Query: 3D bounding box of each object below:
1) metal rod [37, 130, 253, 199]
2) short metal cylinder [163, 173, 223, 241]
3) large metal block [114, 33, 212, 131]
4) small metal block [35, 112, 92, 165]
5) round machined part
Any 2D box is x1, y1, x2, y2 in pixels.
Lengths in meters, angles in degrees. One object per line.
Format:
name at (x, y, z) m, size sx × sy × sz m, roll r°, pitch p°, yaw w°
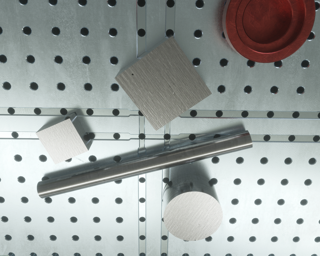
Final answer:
metal rod at (-0.024, 0.052, 0.432) m, size 0.301 × 0.025 × 0.025 m, roll -14°, pitch 110°, yaw 4°
short metal cylinder at (0.045, 0.112, 0.442) m, size 0.081 × 0.050 × 0.079 m, roll 0°, pitch 110°, yaw -1°
large metal block at (0.004, -0.057, 0.379) m, size 0.080 × 0.050 × 0.080 m, roll -34°, pitch 107°, yaw 11°
small metal block at (-0.128, 0.014, 0.417) m, size 0.050 × 0.025 × 0.050 m, roll -23°, pitch 109°, yaw 7°
round machined part at (0.121, -0.128, 0.359) m, size 0.099 × 0.042 × 0.097 m, roll 0°, pitch 110°, yaw -1°
